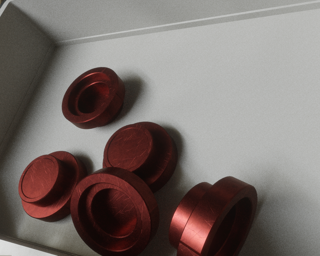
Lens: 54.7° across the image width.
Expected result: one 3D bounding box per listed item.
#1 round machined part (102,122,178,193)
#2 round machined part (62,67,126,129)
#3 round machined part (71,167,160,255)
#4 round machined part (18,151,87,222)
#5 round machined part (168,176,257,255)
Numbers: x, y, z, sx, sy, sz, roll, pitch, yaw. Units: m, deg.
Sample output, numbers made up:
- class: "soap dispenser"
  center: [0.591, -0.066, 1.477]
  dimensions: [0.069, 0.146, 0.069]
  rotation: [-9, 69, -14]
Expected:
- class: "round machined part"
  center: [-0.031, 0.034, 0.389]
  dimensions: [0.098, 0.042, 0.098]
  rotation: [-13, 56, 20]
- class: "round machined part"
  center: [-0.095, -0.040, 0.467]
  dimensions: [0.098, 0.042, 0.098]
  rotation: [-13, 56, 20]
- class: "round machined part"
  center: [-0.045, 0.089, 0.342]
  dimensions: [0.098, 0.042, 0.097]
  rotation: [4, 102, 21]
- class: "round machined part"
  center: [-0.153, 0.076, 0.427]
  dimensions: [0.098, 0.042, 0.098]
  rotation: [-13, 56, 20]
- class: "round machined part"
  center: [0.045, 0.088, 0.280]
  dimensions: [0.042, 0.098, 0.098]
  rotation: [23, 74, 36]
